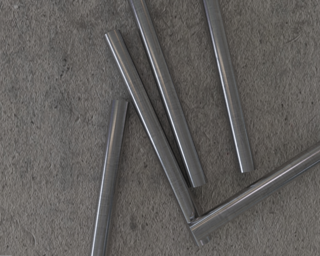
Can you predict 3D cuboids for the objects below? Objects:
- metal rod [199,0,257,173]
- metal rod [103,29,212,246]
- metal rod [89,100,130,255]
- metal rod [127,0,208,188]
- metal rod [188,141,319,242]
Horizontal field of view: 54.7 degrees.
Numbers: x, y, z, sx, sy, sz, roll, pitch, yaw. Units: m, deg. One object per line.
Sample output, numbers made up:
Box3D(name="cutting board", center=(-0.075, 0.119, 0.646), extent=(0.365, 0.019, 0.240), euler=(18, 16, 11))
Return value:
Box3D(name="metal rod", center=(0.083, -0.090, 0.410), extent=(0.025, 0.025, 0.298), euler=(-13, 90, 0))
Box3D(name="metal rod", center=(-0.003, 0.013, 0.409), extent=(0.025, 0.025, 0.299), euler=(-24, 90, 0))
Box3D(name="metal rod", center=(-0.073, 0.112, 0.409), extent=(0.025, 0.025, 0.298), euler=(8, 90, 0))
Box3D(name="metal rod", center=(0.004, -0.067, 0.409), extent=(0.025, 0.025, 0.299), euler=(-19, 90, 0))
Box3D(name="metal rod", center=(0.170, 0.054, 0.397), extent=(0.301, 0.025, 0.025), euler=(-30, 90, -6))
